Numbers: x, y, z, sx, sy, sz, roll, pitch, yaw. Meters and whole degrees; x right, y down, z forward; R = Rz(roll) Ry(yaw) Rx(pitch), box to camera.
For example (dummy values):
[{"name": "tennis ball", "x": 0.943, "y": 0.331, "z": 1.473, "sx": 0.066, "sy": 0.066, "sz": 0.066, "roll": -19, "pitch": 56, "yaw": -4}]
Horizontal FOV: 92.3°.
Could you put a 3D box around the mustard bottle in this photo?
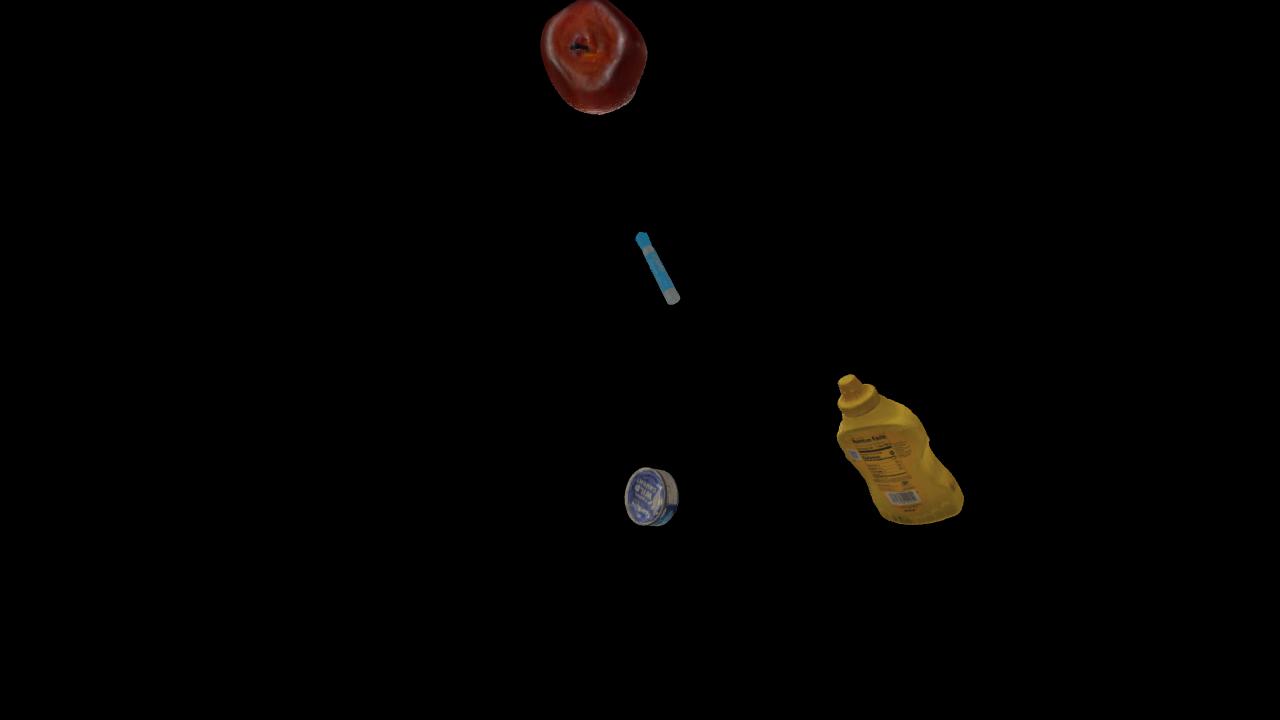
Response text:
[{"name": "mustard bottle", "x": 0.261, "y": 0.091, "z": 0.653, "sx": 0.092, "sy": 0.184, "sz": 0.054, "roll": -18, "pitch": 22, "yaw": 50}]

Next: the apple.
[{"name": "apple", "x": -0.034, "y": -0.225, "z": 0.461, "sx": 0.079, "sy": 0.079, "sz": 0.093, "roll": 0, "pitch": 11, "yaw": 11}]

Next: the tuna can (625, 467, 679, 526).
[{"name": "tuna can", "x": 0.017, "y": 0.203, "z": 0.909, "sx": 0.034, "sy": 0.084, "sz": 0.084, "roll": 18, "pitch": -12, "yaw": -41}]

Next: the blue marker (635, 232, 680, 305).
[{"name": "blue marker", "x": 0.022, "y": -0.127, "z": 0.834, "sx": 0.020, "sy": 0.121, "sz": 0.020, "roll": -19, "pitch": -27, "yaw": -10}]
